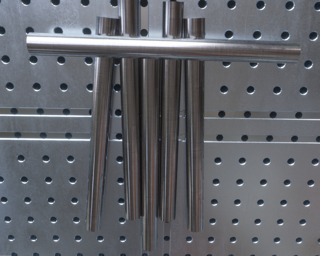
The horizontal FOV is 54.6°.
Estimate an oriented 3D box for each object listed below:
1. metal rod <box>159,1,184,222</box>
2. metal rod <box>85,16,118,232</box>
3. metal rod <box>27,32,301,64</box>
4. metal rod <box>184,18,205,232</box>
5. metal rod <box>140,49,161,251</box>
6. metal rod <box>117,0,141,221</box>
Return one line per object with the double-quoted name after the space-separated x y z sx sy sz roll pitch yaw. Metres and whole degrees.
0.013 -0.007 0.412 0.025 0.025 0.298 1 110 0 "metal rod"
-0.081 0.009 0.415 0.025 0.025 0.298 7 110 -3 "metal rod"
0.005 -0.091 0.353 0.302 0.025 0.025 2 110 -1 "metal rod"
0.047 0.010 0.418 0.025 0.025 0.298 -2 110 1 "metal rod"
-0.013 0.043 0.429 0.025 0.025 0.298 1 111 0 "metal rod"
-0.038 -0.010 0.410 0.025 0.025 0.298 1 110 0 "metal rod"
